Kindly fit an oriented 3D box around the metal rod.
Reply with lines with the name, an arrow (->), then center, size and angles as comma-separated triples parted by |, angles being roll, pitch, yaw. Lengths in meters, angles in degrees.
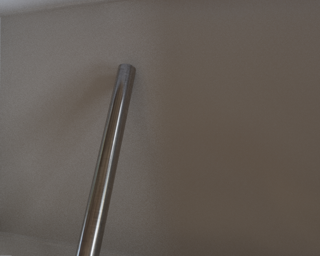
metal rod -> -0.065, 0.054, 0.369 | 0.025, 0.025, 0.299 | -1, 65, 20
